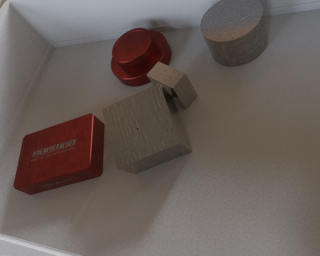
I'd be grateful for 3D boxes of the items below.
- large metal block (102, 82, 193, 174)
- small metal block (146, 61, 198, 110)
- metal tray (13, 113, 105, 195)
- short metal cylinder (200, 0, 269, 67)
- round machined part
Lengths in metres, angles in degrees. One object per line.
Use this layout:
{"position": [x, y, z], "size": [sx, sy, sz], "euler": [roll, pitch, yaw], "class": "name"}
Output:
{"position": [-0.016, 0.003, 0.383], "size": [0.080, 0.050, 0.080], "euler": [-23, 68, 14], "class": "large metal block"}
{"position": [0.017, -0.057, 0.414], "size": [0.050, 0.050, 0.025], "euler": [33, 80, 38], "class": "small metal block"}
{"position": [-0.146, 0.039, 0.453], "size": [0.130, 0.030, 0.090], "euler": [-17, 55, 18], "class": "metal tray"}
{"position": [0.100, -0.130, 0.416], "size": [0.080, 0.050, 0.080], "euler": [-13, 56, 20], "class": "short metal cylinder"}
{"position": [-0.035, -0.116, 0.483], "size": [0.098, 0.042, 0.098], "euler": [-13, 56, 20], "class": "round machined part"}
